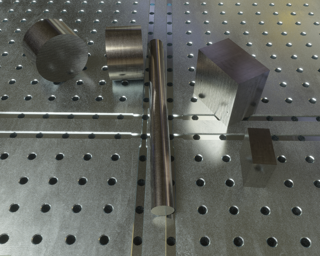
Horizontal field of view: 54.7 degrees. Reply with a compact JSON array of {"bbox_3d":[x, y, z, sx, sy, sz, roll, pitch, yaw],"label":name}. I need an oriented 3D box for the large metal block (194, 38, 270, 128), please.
[{"bbox_3d":[0.093,-0.062,0.425,0.050,0.080,0.080,-25,55,-19],"label":"large metal block"}]

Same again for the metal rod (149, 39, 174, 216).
[{"bbox_3d":[-0.002,-0.026,0.428,0.025,0.025,0.300,-1,50,-1],"label":"metal rod"}]

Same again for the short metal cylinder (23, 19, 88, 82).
[{"bbox_3d":[-0.157,-0.117,0.469,0.081,0.080,0.050,-30,56,-23],"label":"short metal cylinder"}]

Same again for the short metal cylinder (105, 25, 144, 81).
[{"bbox_3d":[-0.051,-0.112,0.466,0.050,0.080,0.080,-4,50,-3],"label":"short metal cylinder"}]

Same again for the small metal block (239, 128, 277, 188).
[{"bbox_3d":[0.113,0.035,0.362,0.025,0.050,0.050,3,50,2],"label":"small metal block"}]
